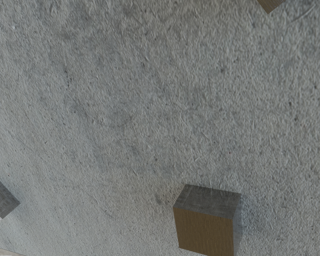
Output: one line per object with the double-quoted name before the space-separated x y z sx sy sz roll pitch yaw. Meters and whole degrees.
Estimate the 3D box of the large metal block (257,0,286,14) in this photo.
"large metal block" 0.099 -0.153 0.244 0.080 0.050 0.080 49 129 -7

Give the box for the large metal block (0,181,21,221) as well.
"large metal block" -0.373 0.166 0.691 0.080 0.050 0.080 -31 101 38

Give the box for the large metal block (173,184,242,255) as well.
"large metal block" 0.069 0.132 0.436 0.080 0.050 0.079 5 121 25
